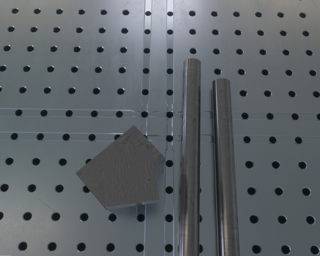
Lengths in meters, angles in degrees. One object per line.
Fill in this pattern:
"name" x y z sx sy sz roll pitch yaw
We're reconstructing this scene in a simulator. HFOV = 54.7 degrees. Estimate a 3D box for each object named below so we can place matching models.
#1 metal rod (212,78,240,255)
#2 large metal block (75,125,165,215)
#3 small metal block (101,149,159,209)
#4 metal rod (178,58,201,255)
"metal rod" 0.082 0.077 0.384 0.025 0.025 0.299 2 70 0
"large metal block" -0.041 0.052 0.363 0.080 0.080 0.050 -40 75 -13
"small metal block" -0.029 0.051 0.308 0.050 0.025 0.050 -7 70 -3
"metal rod" 0.039 0.046 0.394 0.025 0.025 0.299 3 70 1
